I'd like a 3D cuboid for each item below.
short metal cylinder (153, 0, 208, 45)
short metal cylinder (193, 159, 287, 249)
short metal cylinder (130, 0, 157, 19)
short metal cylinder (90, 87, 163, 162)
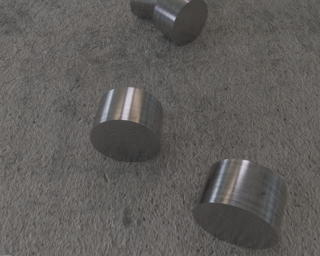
[{"bbox_3d":[0.035,-0.189,0.527,0.080,0.080,0.050,-32,57,-24],"label":"short metal cylinder"},{"bbox_3d":[0.079,0.075,0.305,0.080,0.080,0.050,18,53,14],"label":"short metal cylinder"},{"bbox_3d":[-0.017,-0.245,0.573,0.050,0.080,0.080,13,51,11],"label":"short metal cylinder"},{"bbox_3d":[-0.038,-0.002,0.369,0.080,0.080,0.050,4,50,3],"label":"short metal cylinder"}]
